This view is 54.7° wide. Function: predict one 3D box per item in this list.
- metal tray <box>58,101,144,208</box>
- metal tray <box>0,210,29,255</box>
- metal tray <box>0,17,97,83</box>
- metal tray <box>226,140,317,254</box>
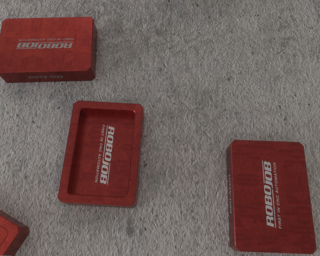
[{"bbox_3d":[-0.070,0.032,0.392,0.091,0.030,0.130,3,70,1],"label":"metal tray"},{"bbox_3d":[-0.226,0.151,0.348,0.090,0.030,0.130,27,72,9],"label":"metal tray"},{"bbox_3d":[-0.160,-0.113,0.445,0.131,0.030,0.090,-2,70,-1],"label":"metal tray"},{"bbox_3d":[0.131,0.082,0.376,0.091,0.030,0.130,2,70,0],"label":"metal tray"}]
